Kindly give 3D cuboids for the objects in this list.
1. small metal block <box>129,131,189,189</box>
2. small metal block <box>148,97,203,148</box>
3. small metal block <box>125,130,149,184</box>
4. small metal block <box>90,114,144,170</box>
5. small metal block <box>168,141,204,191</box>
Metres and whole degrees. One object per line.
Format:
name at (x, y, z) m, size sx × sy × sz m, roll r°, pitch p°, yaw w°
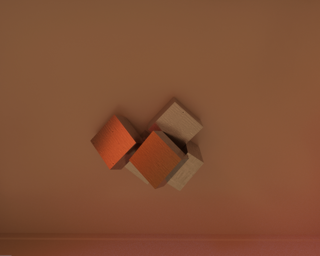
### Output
small metal block at (-0.002, 0.039, 0.384) m, size 0.050 × 0.025 × 0.050 m, roll 45°, pitch 106°, yaw 20°
small metal block at (0.020, -0.004, 0.408) m, size 0.050 × 0.025 × 0.050 m, roll 40°, pitch 105°, yaw -14°
small metal block at (-0.019, 0.040, 0.424) m, size 0.050 × 0.025 × 0.050 m, roll 40°, pitch 105°, yaw -14°
small metal block at (-0.055, 0.019, 0.403) m, size 0.050 × 0.025 × 0.050 m, roll -46°, pitch 66°, yaw 15°
small metal block at (0.030, 0.047, 0.414) m, size 0.025 × 0.050 × 0.050 m, roll 34°, pitch 106°, yaw -12°
